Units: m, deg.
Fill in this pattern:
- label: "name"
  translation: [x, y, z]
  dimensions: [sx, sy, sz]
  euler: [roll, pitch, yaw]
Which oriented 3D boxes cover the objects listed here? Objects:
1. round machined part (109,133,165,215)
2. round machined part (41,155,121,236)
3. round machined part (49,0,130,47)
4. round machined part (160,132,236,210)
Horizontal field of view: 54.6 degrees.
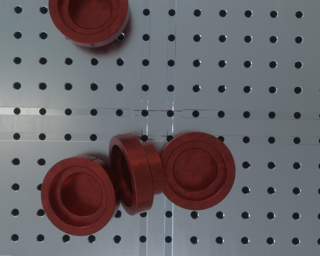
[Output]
- label: "round machined part"
  translation: [-0.027, 0.053, 0.381]
  dimensions: [0.042, 0.098, 0.098]
  euler: [-11, 90, -23]
- label: "round machined part"
  translation: [-0.097, 0.083, 0.398]
  dimensions: [0.098, 0.042, 0.097]
  euler: [0, 92, 11]
- label: "round machined part"
  translation: [-0.089, -0.154, 0.404]
  dimensions: [0.099, 0.042, 0.097]
  euler: [0, 90, 0]
- label: "round machined part"
  translation: [0.045, 0.054, 0.405]
  dimensions: [0.099, 0.042, 0.097]
  euler: [0, 90, -1]
